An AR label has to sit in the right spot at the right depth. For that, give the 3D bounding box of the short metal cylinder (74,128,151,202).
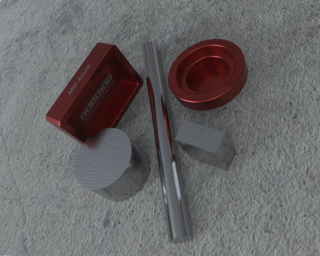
[{"bbox_3d":[-0.059,0.047,0.390,0.080,0.050,0.080,-13,56,20],"label":"short metal cylinder"}]

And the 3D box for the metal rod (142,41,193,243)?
[{"bbox_3d":[0.003,-0.005,0.407,0.025,0.025,0.299,-20,54,16],"label":"metal rod"}]

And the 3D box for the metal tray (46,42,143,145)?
[{"bbox_3d":[-0.085,-0.041,0.432,0.030,0.090,0.130,20,72,35],"label":"metal tray"}]

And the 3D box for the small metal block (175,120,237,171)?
[{"bbox_3d":[0.052,0.020,0.345,0.050,0.050,0.025,18,71,34],"label":"small metal block"}]

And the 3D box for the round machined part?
[{"bbox_3d":[0.063,-0.063,0.399,0.098,0.042,0.098,-13,56,20],"label":"round machined part"}]
